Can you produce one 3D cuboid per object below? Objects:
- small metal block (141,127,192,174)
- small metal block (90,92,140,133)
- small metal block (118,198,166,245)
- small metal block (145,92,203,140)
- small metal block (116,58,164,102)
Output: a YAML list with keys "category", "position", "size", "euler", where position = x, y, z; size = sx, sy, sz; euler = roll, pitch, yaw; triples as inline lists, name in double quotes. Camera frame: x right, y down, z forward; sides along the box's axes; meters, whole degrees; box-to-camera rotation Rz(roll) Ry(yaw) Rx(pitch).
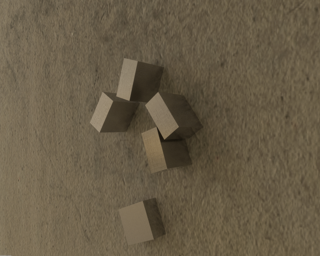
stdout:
- category: "small metal block"
  position: [0.009, 0.026, 0.380]
  size: [0.025, 0.050, 0.050]
  euler: [-23, 76, 37]
- category: "small metal block"
  position: [-0.064, -0.021, 0.439]
  size: [0.025, 0.050, 0.050]
  euler: [41, 115, 32]
- category: "small metal block"
  position: [-0.025, 0.128, 0.424]
  size: [0.050, 0.025, 0.050]
  euler: [-28, 73, 36]
- category: "small metal block"
  position: [0.018, -0.014, 0.373]
  size: [0.025, 0.050, 0.050]
  euler: [-43, 64, 31]
- category: "small metal block"
  position: [-0.026, -0.061, 0.408]
  size: [0.025, 0.050, 0.050]
  euler: [21, 103, 38]
